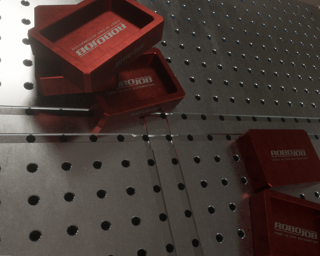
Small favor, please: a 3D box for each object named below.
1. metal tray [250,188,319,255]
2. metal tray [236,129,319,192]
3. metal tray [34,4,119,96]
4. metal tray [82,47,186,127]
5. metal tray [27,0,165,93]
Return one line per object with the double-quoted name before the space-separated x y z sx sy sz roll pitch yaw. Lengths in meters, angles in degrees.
"metal tray" 0.188 0.143 0.421 0.131 0.030 0.090 18 55 -18
"metal tray" 0.190 0.048 0.481 0.131 0.030 0.090 0 62 -28
"metal tray" -0.106 -0.102 0.386 0.091 0.030 0.130 -7 57 -13
"metal tray" -0.040 -0.060 0.421 0.131 0.030 0.090 -18 71 -35
"metal tray" -0.069 -0.107 0.357 0.090 0.030 0.131 36 58 15
